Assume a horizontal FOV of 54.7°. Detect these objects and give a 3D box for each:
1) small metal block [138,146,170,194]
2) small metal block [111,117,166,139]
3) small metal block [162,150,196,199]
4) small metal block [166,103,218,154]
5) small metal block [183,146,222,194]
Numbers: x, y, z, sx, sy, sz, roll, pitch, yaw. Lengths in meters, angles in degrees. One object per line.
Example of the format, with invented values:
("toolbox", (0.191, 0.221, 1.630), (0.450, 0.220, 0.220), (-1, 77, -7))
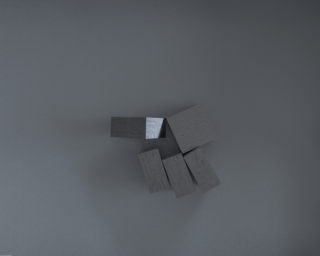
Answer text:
("small metal block", (-0.007, 0.052, 0.399), (0.025, 0.050, 0.050), (-17, 90, 0))
("small metal block", (-0.026, -0.001, 0.390), (0.050, 0.050, 0.025), (2, 91, 28))
("small metal block", (0.023, 0.058, 0.399), (0.025, 0.050, 0.050), (-21, 90, 0))
("small metal block", (0.041, 0.000, 0.410), (0.050, 0.025, 0.050), (-24, 90, -4))
("small metal block", (0.051, 0.051, 0.399), (0.025, 0.050, 0.050), (-29, 90, 0))
